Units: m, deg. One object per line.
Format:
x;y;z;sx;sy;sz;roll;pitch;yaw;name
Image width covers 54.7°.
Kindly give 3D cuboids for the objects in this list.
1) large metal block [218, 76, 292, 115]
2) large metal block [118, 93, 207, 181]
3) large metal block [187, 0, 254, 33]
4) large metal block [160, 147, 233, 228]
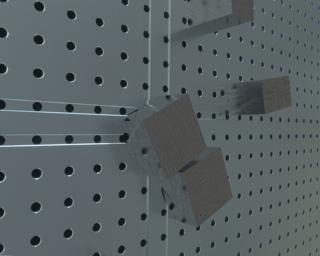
0.155;-0.053;0.506;0.081;0.080;0.050;-14;100;-39;large metal block
0.006;0.009;0.400;0.081;0.050;0.080;-34;111;-35;large metal block
0.086;-0.190;0.447;0.050;0.080;0.079;-3;92;-40;large metal block
0.051;0.079;0.438;0.081;0.050;0.080;-26;107;-37;large metal block
